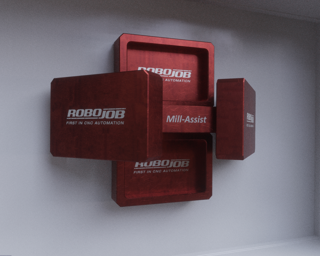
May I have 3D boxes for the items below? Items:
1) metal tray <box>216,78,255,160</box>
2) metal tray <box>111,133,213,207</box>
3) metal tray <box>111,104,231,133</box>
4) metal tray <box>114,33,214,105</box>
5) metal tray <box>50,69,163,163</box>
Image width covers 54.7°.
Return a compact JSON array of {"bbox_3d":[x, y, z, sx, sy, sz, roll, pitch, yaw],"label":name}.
[{"bbox_3d":[0.100,-0.009,0.397,0.030,0.130,0.089,1,90,22],"label":"metal tray"},{"bbox_3d":[0.004,0.050,0.406,0.131,0.030,0.089,0,90,-21],"label":"metal tray"},{"bbox_3d":[0.013,-0.010,0.379,0.131,0.090,0.030,0,90,-21],"label":"metal tray"},{"bbox_3d":[0.007,-0.070,0.408,0.131,0.030,0.089,0,91,-21],"label":"metal tray"},{"bbox_3d":[-0.062,-0.012,0.337,0.030,0.130,0.089,1,89,-62],"label":"metal tray"}]
